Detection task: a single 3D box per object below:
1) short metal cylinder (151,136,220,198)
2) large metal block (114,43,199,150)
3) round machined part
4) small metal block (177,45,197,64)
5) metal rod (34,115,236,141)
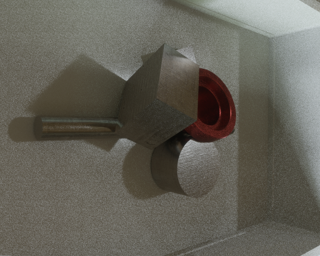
[{"bbox_3d":[0.035,0.050,0.419,0.081,0.050,0.079,0,90,-40],"label":"short metal cylinder"},{"bbox_3d":[-0.002,-0.033,0.350,0.050,0.080,0.080,27,50,-26],"label":"large metal block"},{"bbox_3d":[0.054,-0.027,0.416,0.099,0.042,0.098,16,63,-34],"label":"round machined part"},{"bbox_3d":[0.025,-0.082,0.428,0.050,0.025,0.050,-27,107,-37],"label":"small metal block"},{"bbox_3d":[-0.004,-0.001,0.401,0.302,0.025,0.025,0,90,-40],"label":"metal rod"}]
